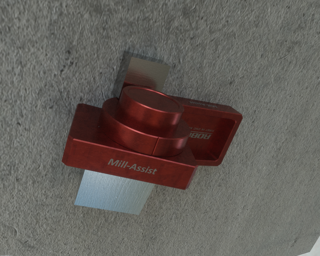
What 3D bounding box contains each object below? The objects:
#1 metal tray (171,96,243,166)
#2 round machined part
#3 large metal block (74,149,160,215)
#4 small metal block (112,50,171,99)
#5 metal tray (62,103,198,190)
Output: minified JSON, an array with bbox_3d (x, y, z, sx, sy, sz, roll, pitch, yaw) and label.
[{"bbox_3d":[0.045,0.007,0.436,0.131,0.030,0.089,6,115,-32],"label":"metal tray"},{"bbox_3d":[-0.013,-0.013,0.333,0.099,0.098,0.042,6,115,-32],"label":"round machined part"},{"bbox_3d":[-0.052,0.055,0.375,0.081,0.050,0.079,14,125,-15],"label":"large metal block"},{"bbox_3d":[-0.022,-0.058,0.362,0.050,0.025,0.050,7,115,-32],"label":"small metal block"},{"bbox_3d":[-0.032,0.018,0.339,0.131,0.090,0.030,14,113,-15],"label":"metal tray"}]
